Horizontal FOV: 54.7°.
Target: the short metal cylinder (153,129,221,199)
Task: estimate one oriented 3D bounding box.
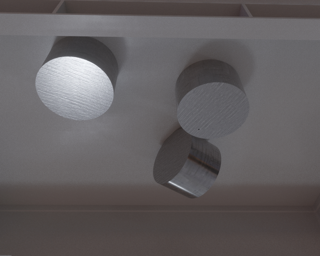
[{"bbox_3d":[0.035,0.047,0.414,0.050,0.080,0.080,30,124,-23],"label":"short metal cylinder"}]

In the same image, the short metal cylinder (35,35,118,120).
[{"bbox_3d":[-0.089,-0.055,0.345,0.081,0.050,0.079,0,130,0],"label":"short metal cylinder"}]

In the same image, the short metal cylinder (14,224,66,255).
[{"bbox_3d":[-0.224,0.224,0.583,0.081,0.050,0.079,0,130,0],"label":"short metal cylinder"}]

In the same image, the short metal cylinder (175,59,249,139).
[{"bbox_3d":[0.059,-0.033,0.365,0.081,0.050,0.079,0,130,0],"label":"short metal cylinder"}]
